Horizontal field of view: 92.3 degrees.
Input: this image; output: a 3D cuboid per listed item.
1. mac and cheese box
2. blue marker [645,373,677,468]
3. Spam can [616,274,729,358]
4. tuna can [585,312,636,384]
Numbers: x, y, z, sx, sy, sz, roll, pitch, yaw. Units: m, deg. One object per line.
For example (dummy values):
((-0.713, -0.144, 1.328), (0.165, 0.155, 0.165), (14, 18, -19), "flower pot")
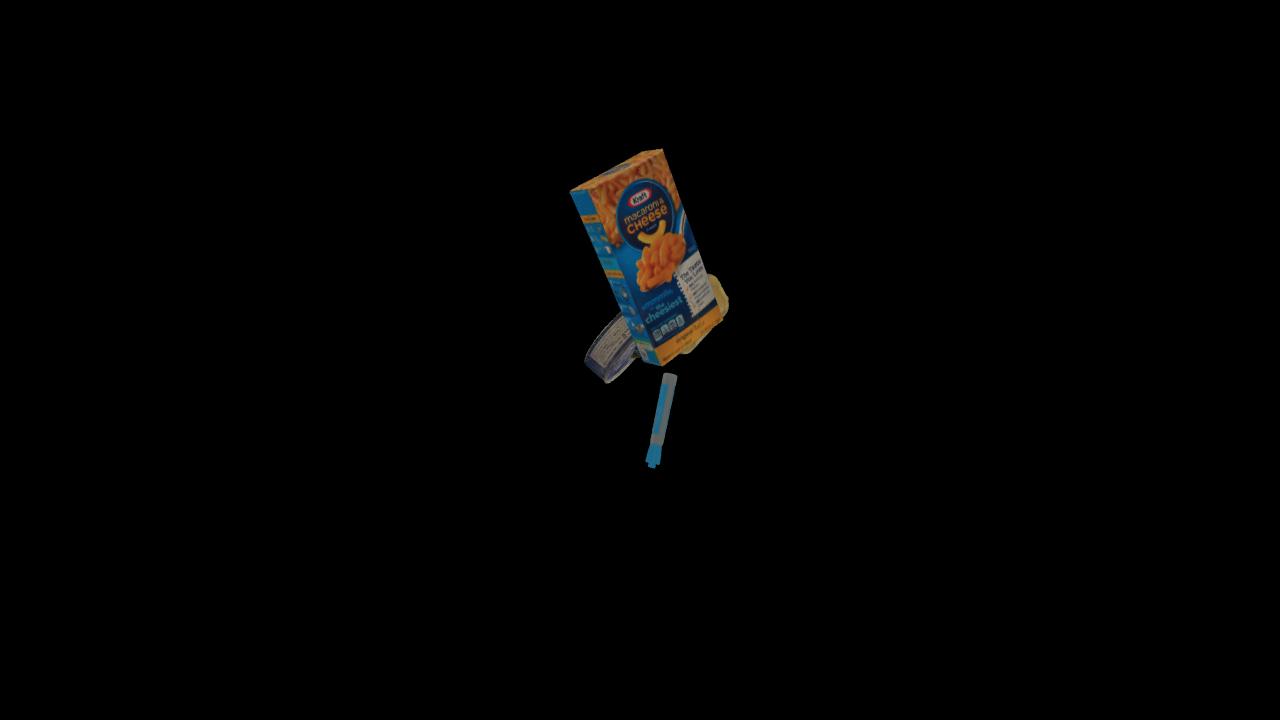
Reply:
((0.012, -0.096, 0.593), (0.093, 0.184, 0.041), (-36, 27, -24), "mac and cheese box")
((0.027, 0.076, 0.776), (0.020, 0.121, 0.020), (12, -14, 3), "blue marker")
((0.035, -0.049, 0.673), (0.085, 0.058, 0.101), (-3, 36, 50), "Spam can")
((-0.021, -0.016, 0.662), (0.034, 0.084, 0.084), (41, 7, 8), "tuna can")
